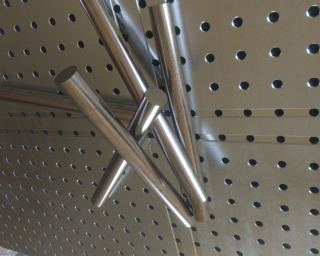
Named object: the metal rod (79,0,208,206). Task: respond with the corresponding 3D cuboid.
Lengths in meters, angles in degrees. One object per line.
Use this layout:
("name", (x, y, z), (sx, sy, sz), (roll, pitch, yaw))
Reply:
("metal rod", (-0.020, -0.038, 0.378), (0.025, 0.025, 0.299), (-22, 100, 36))

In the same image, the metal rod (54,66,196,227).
("metal rod", (-0.021, 0.045, 0.381), (0.025, 0.025, 0.300), (-5, 138, 31))

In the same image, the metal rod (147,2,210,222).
("metal rod", (0.030, -0.001, 0.394), (0.025, 0.025, 0.298), (1, 119, 28))

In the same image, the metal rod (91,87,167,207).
("metal rod", (-0.057, 0.048, 0.436), (0.025, 0.025, 0.298), (37, 140, 3))

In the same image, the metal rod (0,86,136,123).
("metal rod", (-0.141, -0.036, 0.464), (0.300, 0.025, 0.025), (10, 123, 23))
